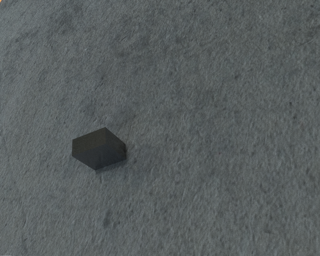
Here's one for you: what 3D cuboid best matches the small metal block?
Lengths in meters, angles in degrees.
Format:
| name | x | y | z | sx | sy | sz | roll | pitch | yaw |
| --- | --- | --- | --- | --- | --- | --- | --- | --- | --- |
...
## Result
| name | x | y | z | sx | sy | sz | roll | pitch | yaw |
| --- | --- | --- | --- | --- | --- | --- | --- | --- | --- |
| small metal block | -0.080 | 0.029 | 0.410 | 0.050 | 0.050 | 0.025 | -20 | 54 | 16 |
